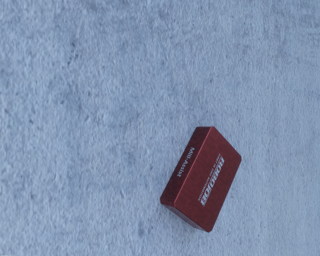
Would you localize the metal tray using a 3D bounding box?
[{"bbox_3d":[0.065,0.073,0.454,0.090,0.030,0.130,44,64,-31],"label":"metal tray"}]
